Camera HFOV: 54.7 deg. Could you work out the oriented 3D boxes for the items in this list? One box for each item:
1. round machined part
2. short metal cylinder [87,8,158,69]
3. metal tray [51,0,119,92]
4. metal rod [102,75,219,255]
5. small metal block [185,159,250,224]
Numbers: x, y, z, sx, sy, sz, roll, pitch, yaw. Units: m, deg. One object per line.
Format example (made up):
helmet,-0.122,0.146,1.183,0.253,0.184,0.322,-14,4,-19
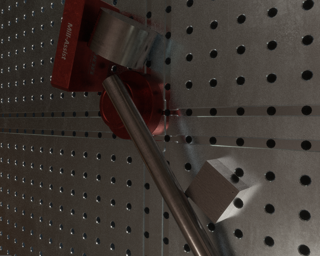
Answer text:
round machined part,-0.047,-0.033,0.435,0.098,0.042,0.097,0,89,39
short metal cylinder,-0.050,-0.119,0.413,0.080,0.081,0.050,40,114,32
metal tray,-0.105,-0.118,0.447,0.030,0.090,0.129,19,103,19
metal rod,0.009,0.068,0.368,0.025,0.025,0.299,-36,78,34
small metal block,0.064,0.071,0.355,0.050,0.025,0.050,43,116,31
